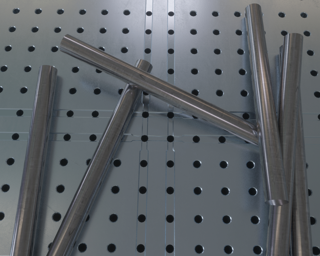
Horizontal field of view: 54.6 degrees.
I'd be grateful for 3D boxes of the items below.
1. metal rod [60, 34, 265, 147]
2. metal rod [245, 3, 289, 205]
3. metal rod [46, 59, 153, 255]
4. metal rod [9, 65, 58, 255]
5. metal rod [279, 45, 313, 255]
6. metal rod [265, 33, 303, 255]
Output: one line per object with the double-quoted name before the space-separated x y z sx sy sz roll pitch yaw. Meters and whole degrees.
"metal rod" 0.010 -0.047 0.408 0.301 0.025 0.025 26 72 1
"metal rod" 0.136 -0.051 0.410 0.025 0.025 0.299 3 62 1
"metal rod" -0.075 0.041 0.396 0.025 0.025 0.300 19 71 7
"metal rod" -0.159 0.057 0.389 0.025 0.025 0.299 0 70 0
"metal rod" 0.175 0.023 0.404 0.025 0.025 0.299 5 70 2
"metal rod" 0.156 0.020 0.385 0.025 0.025 0.299 9 76 3
